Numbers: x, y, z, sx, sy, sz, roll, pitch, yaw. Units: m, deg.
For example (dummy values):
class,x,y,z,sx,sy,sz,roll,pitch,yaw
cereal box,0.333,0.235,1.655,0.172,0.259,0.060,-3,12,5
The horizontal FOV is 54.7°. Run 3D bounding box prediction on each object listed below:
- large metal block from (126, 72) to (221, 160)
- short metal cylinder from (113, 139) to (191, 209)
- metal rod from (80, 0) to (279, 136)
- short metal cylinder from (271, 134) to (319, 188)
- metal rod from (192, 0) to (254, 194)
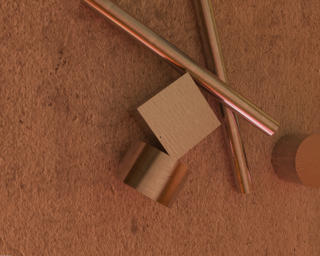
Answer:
class,x,y,z,sx,sy,sz,roll,pitch,yaw
large metal block,0.017,-0.014,0.402,0.080,0.050,0.080,-38,102,-16
short metal cylinder,-0.010,0.056,0.377,0.080,0.080,0.050,33,79,-17
metal rod,0.033,-0.081,0.403,0.301,0.025,0.025,34,79,-10
short metal cylinder,0.222,0.049,0.478,0.081,0.050,0.080,0,90,-20
metal rod,0.089,-0.052,0.442,0.025,0.025,0.298,-16,96,-19
